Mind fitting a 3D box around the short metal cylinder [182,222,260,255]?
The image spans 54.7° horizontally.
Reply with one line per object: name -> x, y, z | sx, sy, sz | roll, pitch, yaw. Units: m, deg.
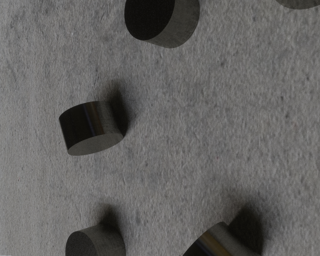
short metal cylinder -> 0.059, 0.145, 0.319 | 0.050, 0.081, 0.079 | 40, 114, 32

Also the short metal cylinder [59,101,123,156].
short metal cylinder -> -0.100, 0.002, 0.449 | 0.080, 0.081, 0.050 | -32, 71, 35

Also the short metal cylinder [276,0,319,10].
short metal cylinder -> 0.129, -0.156, 0.282 | 0.080, 0.050, 0.079 | 0, 90, 39

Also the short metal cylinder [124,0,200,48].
short metal cylinder -> 0.002, -0.144, 0.385 | 0.080, 0.050, 0.079 | 0, 90, 39

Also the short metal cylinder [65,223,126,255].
short metal cylinder -> -0.098, 0.190, 0.467 | 0.080, 0.050, 0.079 | 0, 90, 39
